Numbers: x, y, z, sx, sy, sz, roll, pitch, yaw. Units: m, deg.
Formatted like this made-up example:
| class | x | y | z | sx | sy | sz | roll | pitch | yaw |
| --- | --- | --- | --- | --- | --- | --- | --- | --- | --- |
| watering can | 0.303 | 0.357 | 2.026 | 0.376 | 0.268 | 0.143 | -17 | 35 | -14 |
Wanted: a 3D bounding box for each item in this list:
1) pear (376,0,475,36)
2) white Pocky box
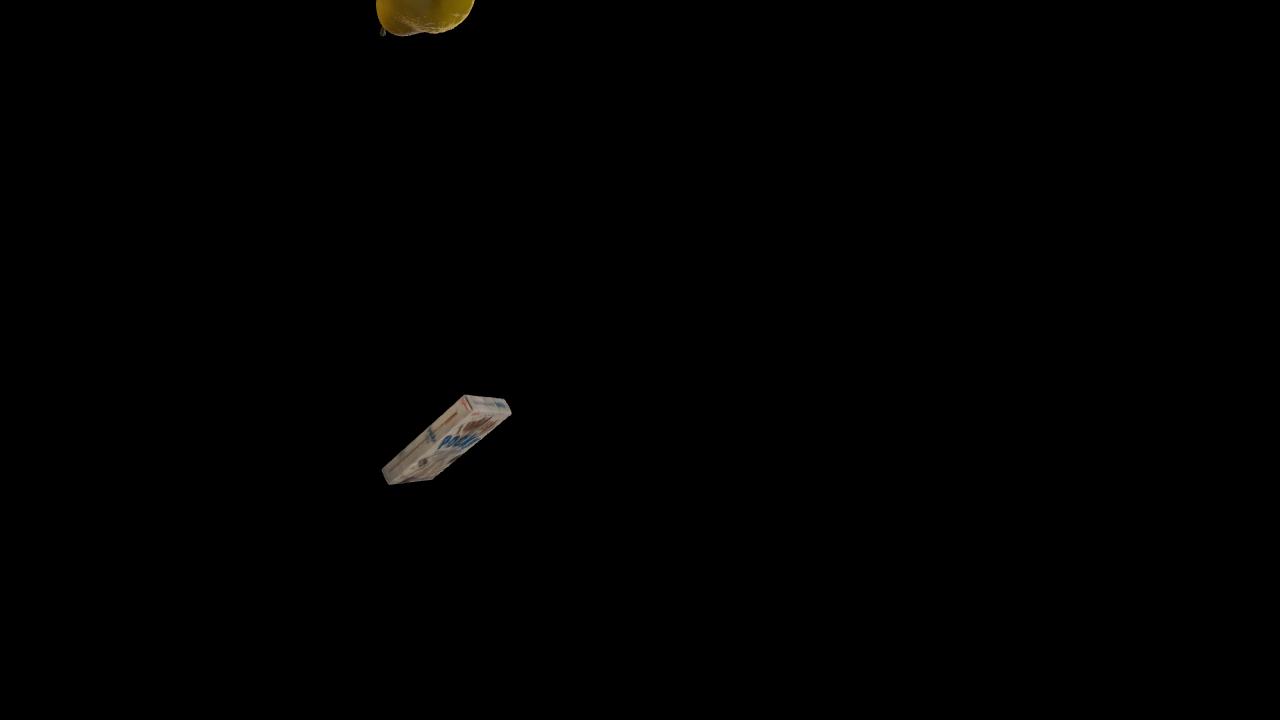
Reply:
| class | x | y | z | sx | sy | sz | roll | pitch | yaw |
| --- | --- | --- | --- | --- | --- | --- | --- | --- | --- |
| pear | -0.180 | -0.285 | 0.480 | 0.111 | 0.080 | 0.080 | -26 | -14 | 29 |
| white Pocky box | -0.242 | 0.101 | 0.773 | 0.154 | 0.028 | 0.084 | -39 | -19 | 13 |
